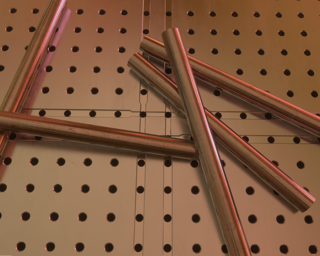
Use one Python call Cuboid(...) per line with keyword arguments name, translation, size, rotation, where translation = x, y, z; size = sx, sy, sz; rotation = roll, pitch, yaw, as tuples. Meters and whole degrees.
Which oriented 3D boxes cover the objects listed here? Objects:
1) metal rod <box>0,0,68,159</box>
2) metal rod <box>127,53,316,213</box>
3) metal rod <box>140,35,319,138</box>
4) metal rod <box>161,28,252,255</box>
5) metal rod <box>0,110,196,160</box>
Cuboid(name="metal rod", translation=(-0.192, -0.064, 0.432), size=(0.025, 0.025, 0.299), rotation=(13, 70, 4))
Cuboid(name="metal rod", translation=(0.072, -0.002, 0.413), size=(0.300, 0.025, 0.025), rotation=(41, 75, 13))
Cuboid(name="metal rod", translation=(0.108, -0.056, 0.433), size=(0.301, 0.025, 0.025), rotation=(28, 72, 9))
Cuboid(name="metal rod", translation=(0.054, 0.013, 0.386), size=(0.025, 0.025, 0.299), rotation=(-15, 79, -6))
Cuboid(name="metal rod", translation=(-0.105, 0.005, 0.392), size=(0.302, 0.025, 0.025), rotation=(9, 70, -4))
